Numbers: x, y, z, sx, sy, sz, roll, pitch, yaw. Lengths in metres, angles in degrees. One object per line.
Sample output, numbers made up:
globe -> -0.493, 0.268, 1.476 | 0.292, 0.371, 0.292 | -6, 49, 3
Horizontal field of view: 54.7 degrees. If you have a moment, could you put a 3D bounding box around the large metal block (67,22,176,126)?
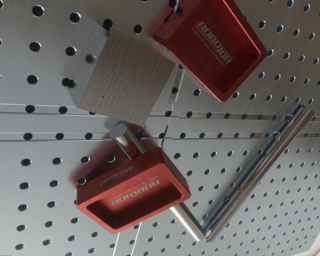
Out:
large metal block -> -0.043, -0.056, 0.338 | 0.081, 0.050, 0.080 | 16, 110, -35

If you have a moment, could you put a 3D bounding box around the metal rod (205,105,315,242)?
metal rod -> 0.174, 0.088, 0.564 | 0.025, 0.025, 0.299 | 25, 105, -37

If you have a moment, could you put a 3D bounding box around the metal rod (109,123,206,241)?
metal rod -> 0.010, 0.101, 0.481 | 0.025, 0.025, 0.299 | -36, 130, -4

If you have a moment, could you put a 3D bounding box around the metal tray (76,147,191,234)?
metal tray -> -0.035, 0.089, 0.422 | 0.130, 0.030, 0.090 | -28, 130, 9

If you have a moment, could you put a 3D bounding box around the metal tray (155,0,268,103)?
metal tray -> 0.068, -0.102, 0.383 | 0.090, 0.030, 0.130 | -49, 129, 6
